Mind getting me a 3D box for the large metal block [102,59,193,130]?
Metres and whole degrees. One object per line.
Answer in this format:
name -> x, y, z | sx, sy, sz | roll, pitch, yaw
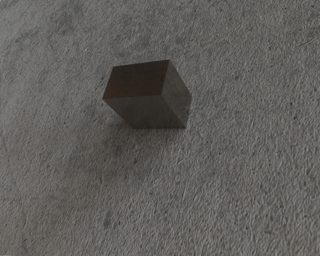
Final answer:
large metal block -> -0.013, -0.039, 0.400 | 0.080, 0.080, 0.050 | -1, 61, 27
